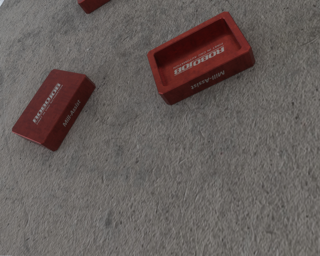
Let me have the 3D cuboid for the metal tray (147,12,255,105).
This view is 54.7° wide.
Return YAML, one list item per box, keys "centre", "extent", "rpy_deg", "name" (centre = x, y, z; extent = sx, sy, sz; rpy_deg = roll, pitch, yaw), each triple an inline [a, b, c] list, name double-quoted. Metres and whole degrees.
- centre: [0.053, -0.098, 0.432]
  extent: [0.130, 0.030, 0.090]
  rpy_deg: [-25, 53, 12]
  name: "metal tray"

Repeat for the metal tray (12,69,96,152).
- centre: [-0.175, -0.033, 0.513]
  extent: [0.090, 0.030, 0.130]
  rpy_deg: [15, 69, 34]
  name: "metal tray"

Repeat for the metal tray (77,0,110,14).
- centre: [-0.113, -0.304, 0.646]
  extent: [0.130, 0.030, 0.090]
  rpy_deg: [-28, 52, 10]
  name: "metal tray"
